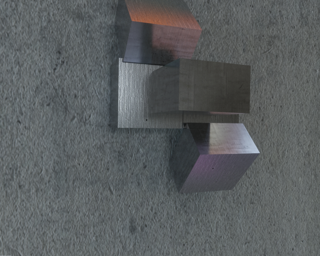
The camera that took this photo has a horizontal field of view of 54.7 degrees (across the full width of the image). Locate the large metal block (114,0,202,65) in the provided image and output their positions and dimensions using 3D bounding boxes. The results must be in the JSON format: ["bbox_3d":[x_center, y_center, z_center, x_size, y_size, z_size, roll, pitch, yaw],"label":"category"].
[{"bbox_3d":[-0.006,-0.121,0.373,0.081,0.050,0.080,1,46,-20],"label":"large metal block"}]

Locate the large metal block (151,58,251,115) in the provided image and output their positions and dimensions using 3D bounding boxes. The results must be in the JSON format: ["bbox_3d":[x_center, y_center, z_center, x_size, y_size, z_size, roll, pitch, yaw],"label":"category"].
[{"bbox_3d":[0.042,-0.041,0.345,0.081,0.080,0.050,1,90,-20],"label":"large metal block"}]

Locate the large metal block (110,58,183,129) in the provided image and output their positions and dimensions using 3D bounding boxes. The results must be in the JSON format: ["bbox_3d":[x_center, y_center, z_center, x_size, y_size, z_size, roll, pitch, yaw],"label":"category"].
[{"bbox_3d":[-0.018,-0.040,0.389,0.081,0.050,0.079,1,90,-21],"label":"large metal block"}]

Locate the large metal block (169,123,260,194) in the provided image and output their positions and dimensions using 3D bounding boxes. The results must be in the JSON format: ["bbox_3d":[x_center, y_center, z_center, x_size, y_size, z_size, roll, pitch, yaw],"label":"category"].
[{"bbox_3d":[0.066,0.039,0.400,0.081,0.079,0.050,0,46,-21],"label":"large metal block"}]

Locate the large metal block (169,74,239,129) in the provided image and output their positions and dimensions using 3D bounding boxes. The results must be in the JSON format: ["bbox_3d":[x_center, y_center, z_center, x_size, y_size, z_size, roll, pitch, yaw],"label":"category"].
[{"bbox_3d":[0.058,-0.040,0.418,0.081,0.050,0.079,1,90,-21],"label":"large metal block"}]
